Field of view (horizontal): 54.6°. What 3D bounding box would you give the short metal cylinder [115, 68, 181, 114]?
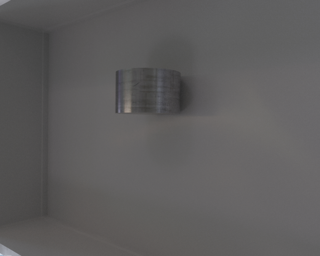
[{"bbox_3d":[-0.015,-0.043,0.384,0.080,0.081,0.050,1,91,40],"label":"short metal cylinder"}]
